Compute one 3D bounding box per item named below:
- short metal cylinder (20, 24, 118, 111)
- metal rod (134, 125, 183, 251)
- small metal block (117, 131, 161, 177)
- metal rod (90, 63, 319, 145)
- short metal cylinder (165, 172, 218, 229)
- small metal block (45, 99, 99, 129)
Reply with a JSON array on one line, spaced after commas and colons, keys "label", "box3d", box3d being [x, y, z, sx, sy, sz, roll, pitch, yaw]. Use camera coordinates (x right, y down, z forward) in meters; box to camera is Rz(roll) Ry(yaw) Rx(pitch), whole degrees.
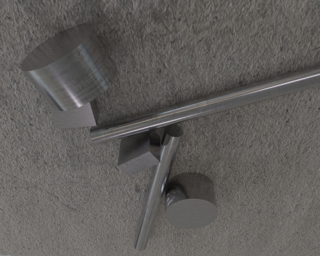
[{"label": "short metal cylinder", "box3d": [-0.091, -0.063, 0.317, 0.080, 0.080, 0.050, -18, 128, 15]}, {"label": "metal rod", "box3d": [-0.010, 0.115, 0.504, 0.025, 0.025, 0.298, 8, 130, -7]}, {"label": "small metal block", "box3d": [-0.027, 0.031, 0.417, 0.050, 0.050, 0.025, -26, 125, 20]}, {"label": "metal rod", "box3d": [0.055, -0.027, 0.384, 0.301, 0.025, 0.025, -15, 129, 12]}, {"label": "short metal cylinder", "box3d": [0.048, 0.116, 0.490, 0.081, 0.050, 0.079, 0, 130, 0]}, {"label": "small metal block", "box3d": [-0.107, -0.028, 0.382, 0.050, 0.025, 0.050, -4, 130, 3]}]
